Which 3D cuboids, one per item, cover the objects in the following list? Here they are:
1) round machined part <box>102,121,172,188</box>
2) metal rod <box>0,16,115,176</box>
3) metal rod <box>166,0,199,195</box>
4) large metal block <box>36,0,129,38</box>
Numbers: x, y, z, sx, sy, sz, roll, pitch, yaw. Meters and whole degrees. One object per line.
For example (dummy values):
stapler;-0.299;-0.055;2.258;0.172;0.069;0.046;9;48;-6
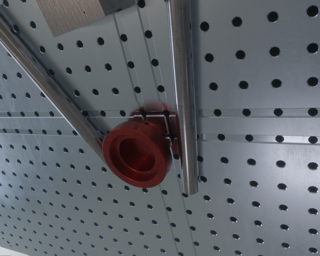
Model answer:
round machined part;-0.028;0.033;0.435;0.098;0.042;0.097;13;124;21
metal rod;-0.155;-0.048;0.462;0.025;0.025;0.300;-32;101;38
metal rod;0.029;-0.042;0.369;0.025;0.025;0.298;8;122;24
large metal block;-0.094;-0.157;0.347;0.080;0.050;0.080;-9;114;32
